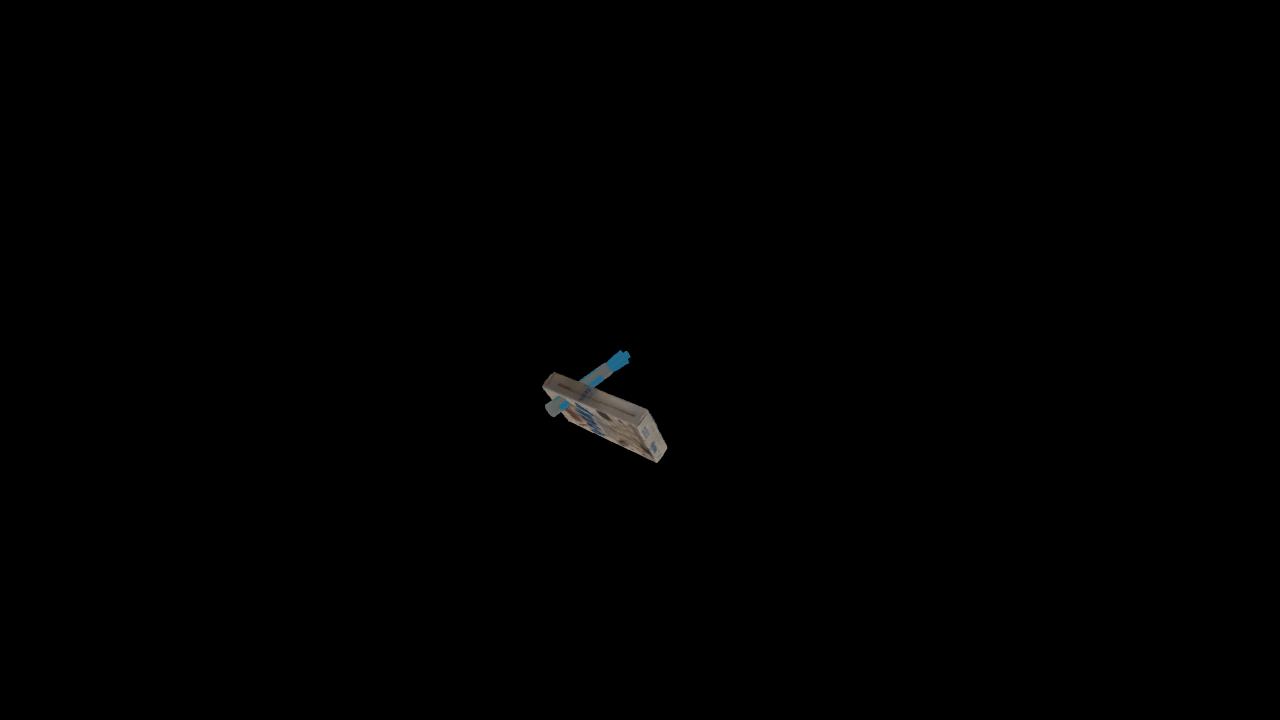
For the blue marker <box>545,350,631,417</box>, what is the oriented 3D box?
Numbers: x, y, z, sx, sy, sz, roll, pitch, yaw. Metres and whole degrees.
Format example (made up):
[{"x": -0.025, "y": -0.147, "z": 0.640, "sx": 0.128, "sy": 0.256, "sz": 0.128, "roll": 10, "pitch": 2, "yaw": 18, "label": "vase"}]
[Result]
[{"x": -0.062, "y": 0.028, "z": 0.746, "sx": 0.121, "sy": 0.020, "sz": 0.020, "roll": -36, "pitch": -4, "yaw": 6, "label": "blue marker"}]

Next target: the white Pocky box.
[{"x": -0.043, "y": 0.068, "z": 0.747, "sx": 0.154, "sy": 0.028, "sz": 0.084, "roll": 19, "pitch": -28, "yaw": 35, "label": "white Pocky box"}]
